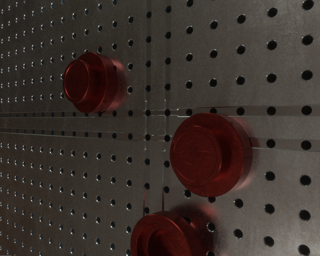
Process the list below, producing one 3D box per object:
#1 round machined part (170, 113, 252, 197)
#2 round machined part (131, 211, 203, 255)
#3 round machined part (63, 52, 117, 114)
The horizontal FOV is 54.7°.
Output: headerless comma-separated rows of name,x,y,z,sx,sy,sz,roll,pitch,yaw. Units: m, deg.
round machined part,0.050,0.031,0.355,0.098,0.042,0.097,0,90,39
round machined part,0.013,0.153,0.386,0.098,0.042,0.097,0,90,39
round machined part,-0.117,-0.072,0.492,0.098,0.042,0.097,0,90,39
